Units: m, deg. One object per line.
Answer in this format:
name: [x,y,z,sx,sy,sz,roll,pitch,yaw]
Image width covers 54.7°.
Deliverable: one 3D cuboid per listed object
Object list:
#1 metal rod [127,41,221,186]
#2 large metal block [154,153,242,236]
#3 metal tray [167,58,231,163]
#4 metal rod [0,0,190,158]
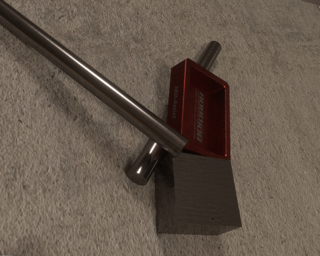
metal rod: [0.035,-0.042,0.449,0.025,0.025,0.301,36,51,-5]
large metal block: [0.041,0.079,0.364,0.081,0.050,0.080,11,57,-23]
metal tray: [0.054,-0.018,0.417,0.090,0.030,0.130,24,59,-33]
metal rod: [-0.093,-0.066,0.362,0.300,0.025,0.025,37,50,9]
